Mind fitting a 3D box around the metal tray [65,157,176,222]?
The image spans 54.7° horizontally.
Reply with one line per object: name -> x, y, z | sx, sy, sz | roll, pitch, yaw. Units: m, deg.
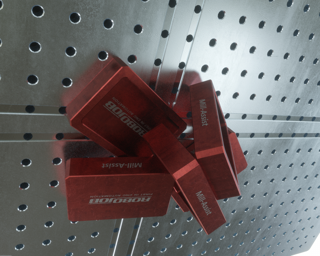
metal tray -> -0.051, 0.079, 0.399 | 0.131, 0.030, 0.089 | 0, 130, -12

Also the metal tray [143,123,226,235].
metal tray -> 0.032, 0.065, 0.388 | 0.030, 0.090, 0.130 | -34, 129, -7

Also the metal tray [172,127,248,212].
metal tray -> 0.068, 0.064, 0.486 | 0.130, 0.030, 0.090 | -36, 129, -5

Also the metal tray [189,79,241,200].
metal tray -> 0.068, 0.012, 0.390 | 0.030, 0.130, 0.090 | -16, 131, 15

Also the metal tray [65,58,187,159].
metal tray -> -0.037, -0.011, 0.382 | 0.090, 0.030, 0.130 | -46, 130, 3
